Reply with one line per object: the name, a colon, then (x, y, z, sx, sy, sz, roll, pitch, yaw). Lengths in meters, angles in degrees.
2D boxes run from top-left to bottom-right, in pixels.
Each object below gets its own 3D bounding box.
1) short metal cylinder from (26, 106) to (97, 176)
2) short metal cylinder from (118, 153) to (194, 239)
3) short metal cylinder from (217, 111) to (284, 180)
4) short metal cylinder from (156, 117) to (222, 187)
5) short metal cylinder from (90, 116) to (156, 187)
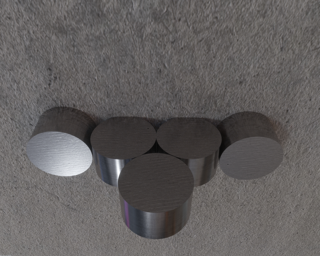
short metal cylinder: (-0.125, 0.018, 0.406, 0.081, 0.050, 0.079, -1, 130, 0)
short metal cylinder: (-0.004, 0.074, 0.344, 0.081, 0.080, 0.050, 1, 131, -1)
short metal cylinder: (0.116, 0.024, 0.413, 0.081, 0.050, 0.079, -1, 131, 0)
short metal cylinder: (0.036, 0.029, 0.398, 0.081, 0.080, 0.050, 0, 129, 0)
short metal cylinder: (-0.045, 0.029, 0.397, 0.081, 0.080, 0.050, 0, 130, 0)
